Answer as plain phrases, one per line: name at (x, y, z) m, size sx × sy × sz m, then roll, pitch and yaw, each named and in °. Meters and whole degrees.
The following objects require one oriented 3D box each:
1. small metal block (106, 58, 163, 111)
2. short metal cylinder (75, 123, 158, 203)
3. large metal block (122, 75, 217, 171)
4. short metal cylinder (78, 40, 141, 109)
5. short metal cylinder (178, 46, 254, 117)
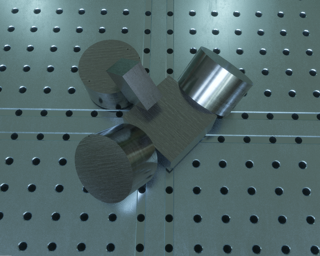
small metal block at (-0.030, -0.052, 0.361) m, size 0.025 × 0.050 × 0.050 m, roll -43°, pitch 32°, yaw -12°
short metal cylinder at (-0.050, 0.039, 0.358) m, size 0.080 × 0.050 × 0.079 m, roll 9°, pitch 108°, yaw 28°
large metal block at (0.012, -0.005, 0.394) m, size 0.080 × 0.050 × 0.080 m, roll 43°, pitch 75°, yaw 14°
short metal cylinder at (-0.064, -0.072, 0.421) m, size 0.081 × 0.050 × 0.080 m, roll 0°, pitch 70°, yaw 0°
short metal cylinder at (0.070, -0.059, 0.393) m, size 0.080 × 0.080 × 0.050 m, roll 41°, pitch 114°, yaw 13°
